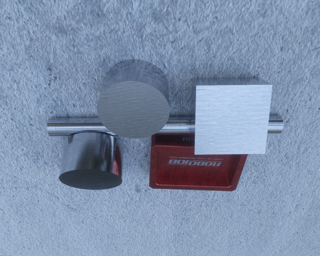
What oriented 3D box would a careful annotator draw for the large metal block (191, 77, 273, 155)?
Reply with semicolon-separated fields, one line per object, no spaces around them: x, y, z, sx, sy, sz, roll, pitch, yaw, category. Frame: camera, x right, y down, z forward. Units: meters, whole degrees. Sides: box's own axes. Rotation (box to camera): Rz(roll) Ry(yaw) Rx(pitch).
0.079;-0.016;0.363;0.081;0.050;0.079;-1;109;0;large metal block

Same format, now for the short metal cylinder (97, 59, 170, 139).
-0.029;-0.034;0.363;0.081;0.050;0.079;0;130;0;short metal cylinder

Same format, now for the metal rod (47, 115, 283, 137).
0.007;-0.003;0.408;0.302;0.025;0.025;-1;130;0;metal rod

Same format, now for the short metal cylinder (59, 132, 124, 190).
-0.090;0.047;0.415;0.081;0.050;0.080;-1;151;0;short metal cylinder

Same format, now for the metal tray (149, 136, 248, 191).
0.052;0.050;0.447;0.131;0.030;0.089;2;130;-3;metal tray
